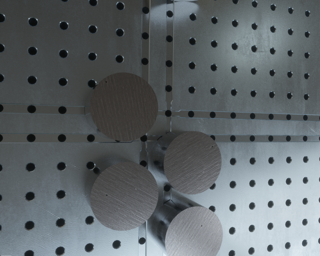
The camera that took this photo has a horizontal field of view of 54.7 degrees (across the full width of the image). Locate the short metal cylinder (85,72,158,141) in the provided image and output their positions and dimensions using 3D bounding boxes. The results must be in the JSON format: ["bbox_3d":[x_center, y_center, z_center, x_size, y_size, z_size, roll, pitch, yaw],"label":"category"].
[{"bbox_3d":[-0.049,-0.025,0.381,0.081,0.050,0.079,0,90,-20],"label":"short metal cylinder"}]

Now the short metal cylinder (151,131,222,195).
[{"bbox_3d":[0.034,0.043,0.412,0.081,0.050,0.079,0,90,-20],"label":"short metal cylinder"}]

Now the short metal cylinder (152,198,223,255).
[{"bbox_3d":[0.036,0.138,0.413,0.081,0.050,0.079,0,90,-20],"label":"short metal cylinder"}]

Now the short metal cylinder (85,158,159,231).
[{"bbox_3d":[-0.048,0.079,0.382,0.081,0.050,0.079,0,90,-20],"label":"short metal cylinder"}]
